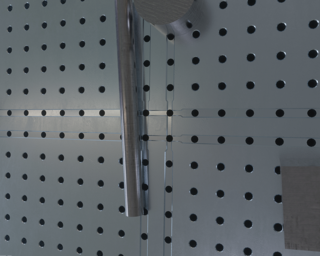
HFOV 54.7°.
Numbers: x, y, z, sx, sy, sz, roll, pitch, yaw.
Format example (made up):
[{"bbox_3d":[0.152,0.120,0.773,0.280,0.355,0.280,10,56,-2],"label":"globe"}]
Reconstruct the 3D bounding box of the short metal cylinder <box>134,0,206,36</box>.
[{"bbox_3d":[0.013,-0.164,0.395,0.080,0.050,0.079,0,90,20],"label":"short metal cylinder"}]

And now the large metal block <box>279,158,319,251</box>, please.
[{"bbox_3d":[0.156,0.076,0.328,0.050,0.080,0.080,-3,89,20],"label":"large metal block"}]

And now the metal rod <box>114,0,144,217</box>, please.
[{"bbox_3d":[-0.043,-0.031,0.427,0.025,0.025,0.298,-3,89,20],"label":"metal rod"}]
